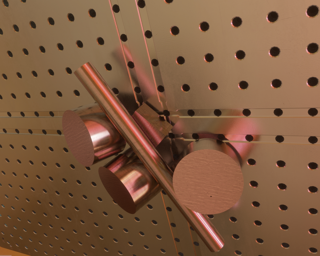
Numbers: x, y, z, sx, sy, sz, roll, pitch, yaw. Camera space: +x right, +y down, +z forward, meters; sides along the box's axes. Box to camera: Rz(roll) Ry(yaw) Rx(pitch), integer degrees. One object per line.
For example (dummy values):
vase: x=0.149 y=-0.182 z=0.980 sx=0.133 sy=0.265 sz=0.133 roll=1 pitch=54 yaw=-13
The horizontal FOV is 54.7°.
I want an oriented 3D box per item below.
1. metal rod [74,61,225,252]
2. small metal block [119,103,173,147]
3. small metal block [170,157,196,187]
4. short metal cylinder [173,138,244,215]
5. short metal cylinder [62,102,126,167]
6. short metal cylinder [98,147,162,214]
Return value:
metal rod: x=-0.008 y=0.044 z=0.405 sx=0.025 sy=0.025 sz=0.299 roll=-28 pitch=103 yaw=37
small metal block: x=-0.019 y=0.003 z=0.418 sx=0.050 sy=0.025 sz=0.050 roll=40 pitch=129 yaw=1
small metal block: x=0.032 y=0.070 z=0.433 sx=0.050 sy=0.025 sz=0.050 roll=42 pitch=129 yaw=-1
short metal cylinder: x=0.059 y=0.057 z=0.378 sx=0.080 sy=0.050 sz=0.079 roll=2 pitch=103 yaw=9
short metal cylinder: x=-0.091 y=0.006 z=0.424 sx=0.080 sy=0.050 sz=0.079 roll=26 pitch=127 yaw=40
short metal cylinder: x=-0.042 y=0.074 z=0.441 sx=0.080 sy=0.050 sz=0.079 roll=35 pitch=144 yaw=30
